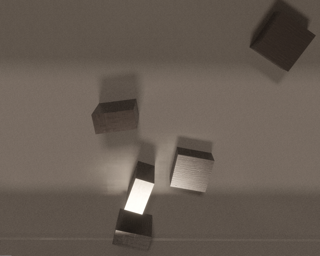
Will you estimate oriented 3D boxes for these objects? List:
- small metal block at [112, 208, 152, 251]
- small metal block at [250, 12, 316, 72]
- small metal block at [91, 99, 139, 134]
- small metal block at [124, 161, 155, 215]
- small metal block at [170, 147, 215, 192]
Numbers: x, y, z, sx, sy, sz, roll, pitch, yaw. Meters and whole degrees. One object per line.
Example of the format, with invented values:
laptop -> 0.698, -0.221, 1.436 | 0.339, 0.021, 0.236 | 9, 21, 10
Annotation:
small metal block -> -0.039, 0.147, 0.452 | 0.050, 0.050, 0.025 | 13, 110, -5
small metal block -> 0.147, -0.105, 0.375 | 0.050, 0.025, 0.050 | 30, 107, -11
small metal block -> -0.054, -0.016, 0.391 | 0.050, 0.050, 0.025 | -7, 110, 2
small metal block -> -0.027, 0.081, 0.428 | 0.025, 0.050, 0.050 | 18, 109, -7
small metal block -> 0.044, 0.058, 0.433 | 0.050, 0.025, 0.050 | 10, 110, -5
